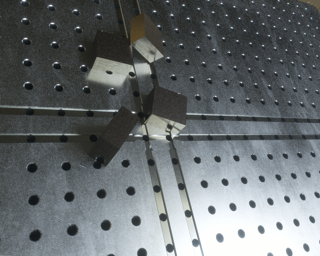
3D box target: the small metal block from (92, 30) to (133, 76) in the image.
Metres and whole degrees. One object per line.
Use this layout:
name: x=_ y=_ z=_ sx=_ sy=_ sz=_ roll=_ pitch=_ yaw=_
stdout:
small metal block: x=-0.067 y=-0.105 z=0.437 sx=0.050 sy=0.025 sz=0.050 roll=9 pitch=58 yaw=-24

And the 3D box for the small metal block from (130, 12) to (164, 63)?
small metal block: x=-0.019 y=-0.136 z=0.467 sx=0.050 sy=0.025 sz=0.050 roll=36 pitch=42 yaw=-48

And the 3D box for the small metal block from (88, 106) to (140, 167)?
small metal block: x=-0.053 y=0.010 z=0.358 sx=0.025 sy=0.050 sz=0.050 roll=35 pitch=51 yaw=-6

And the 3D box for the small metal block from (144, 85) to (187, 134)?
small metal block: x=0.009 y=-0.026 z=0.430 sx=0.050 sy=0.025 sz=0.050 roll=18 pitch=55 yaw=-18
